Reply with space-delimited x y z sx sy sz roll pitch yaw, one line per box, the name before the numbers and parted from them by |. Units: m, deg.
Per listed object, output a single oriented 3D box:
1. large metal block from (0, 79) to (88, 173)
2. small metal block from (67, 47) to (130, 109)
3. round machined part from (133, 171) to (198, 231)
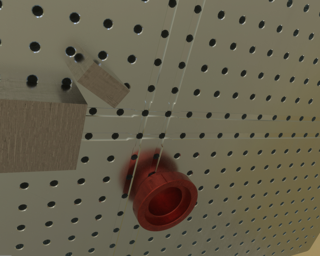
large metal block | -0.128 -0.002 0.325 0.081 0.050 0.079 2 118 -30
small metal block | -0.065 -0.053 0.327 0.025 0.050 0.050 -48 129 5
round machined part | 0.004 0.105 0.470 0.099 0.042 0.097 -14 125 -21
